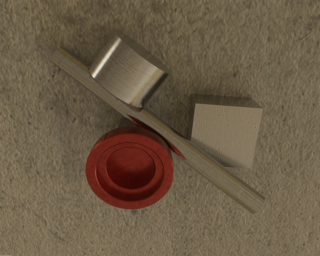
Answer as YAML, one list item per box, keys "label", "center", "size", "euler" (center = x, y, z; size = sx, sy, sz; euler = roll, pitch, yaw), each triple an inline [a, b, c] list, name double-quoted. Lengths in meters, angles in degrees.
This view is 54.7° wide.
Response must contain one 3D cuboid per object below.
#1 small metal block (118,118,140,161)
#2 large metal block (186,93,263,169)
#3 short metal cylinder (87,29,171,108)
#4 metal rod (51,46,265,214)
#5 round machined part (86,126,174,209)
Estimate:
- label: "small metal block"
  center: [-0.038, 0.016, 0.404]
  size: [0.025, 0.050, 0.050]
  euler: [-2, 110, 0]
- label: "large metal block"
  center: [0.078, 0.003, 0.400]
  size: [0.081, 0.050, 0.079]
  euler: [4, 110, -2]
- label: "short metal cylinder"
  center: [-0.035, -0.068, 0.356]
  size: [0.080, 0.080, 0.050]
  euler: [36, 106, -13]
- label: "metal rod"
  center: [-0.004, 0.001, 0.372]
  size: [0.301, 0.025, 0.025]
  euler: [37, 106, 2]
- label: "round machined part"
  center: [-0.034, 0.043, 0.365]
  size: [0.099, 0.042, 0.097]
  euler: [0, 112, -1]
